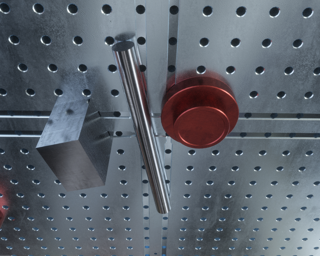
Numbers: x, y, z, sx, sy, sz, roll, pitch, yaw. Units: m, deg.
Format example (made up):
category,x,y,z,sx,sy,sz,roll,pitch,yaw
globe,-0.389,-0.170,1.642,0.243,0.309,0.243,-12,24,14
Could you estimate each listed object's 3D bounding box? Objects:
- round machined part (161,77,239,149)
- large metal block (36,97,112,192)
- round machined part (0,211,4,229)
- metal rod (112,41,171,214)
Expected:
category,x,y,z,sx,sy,sz,roll,pitch,yaw
round machined part,0.050,-0.012,0.391,0.099,0.042,0.097,0,130,0
large metal block,-0.102,0.021,0.392,0.050,0.080,0.080,-11,129,9
round machined part,-0.332,0.168,0.540,0.099,0.042,0.097,0,130,0
metal rod,-0.017,0.023,0.431,0.025,0.025,0.298,-7,130,6
